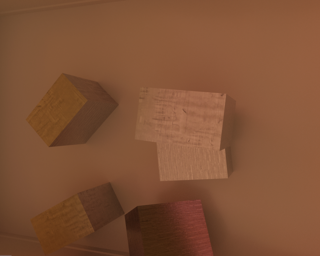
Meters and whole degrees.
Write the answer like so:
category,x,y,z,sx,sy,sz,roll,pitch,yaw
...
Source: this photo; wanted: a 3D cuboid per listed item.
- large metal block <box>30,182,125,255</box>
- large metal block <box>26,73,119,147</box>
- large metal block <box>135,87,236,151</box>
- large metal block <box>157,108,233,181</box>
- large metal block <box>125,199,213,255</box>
category,x,y,z,sx,sy,sz,roll,pitch,yaw
large metal block,-0.108,0.119,0.418,0.080,0.080,0.050,-30,81,17
large metal block,-0.116,-0.022,0.421,0.050,0.080,0.080,46,104,14
large metal block,0.030,-0.009,0.317,0.080,0.080,0.050,7,92,19
large metal block,0.043,0.020,0.382,0.080,0.050,0.080,-6,88,19
large metal block,0.010,0.132,0.360,0.050,0.081,0.080,131,134,-55
